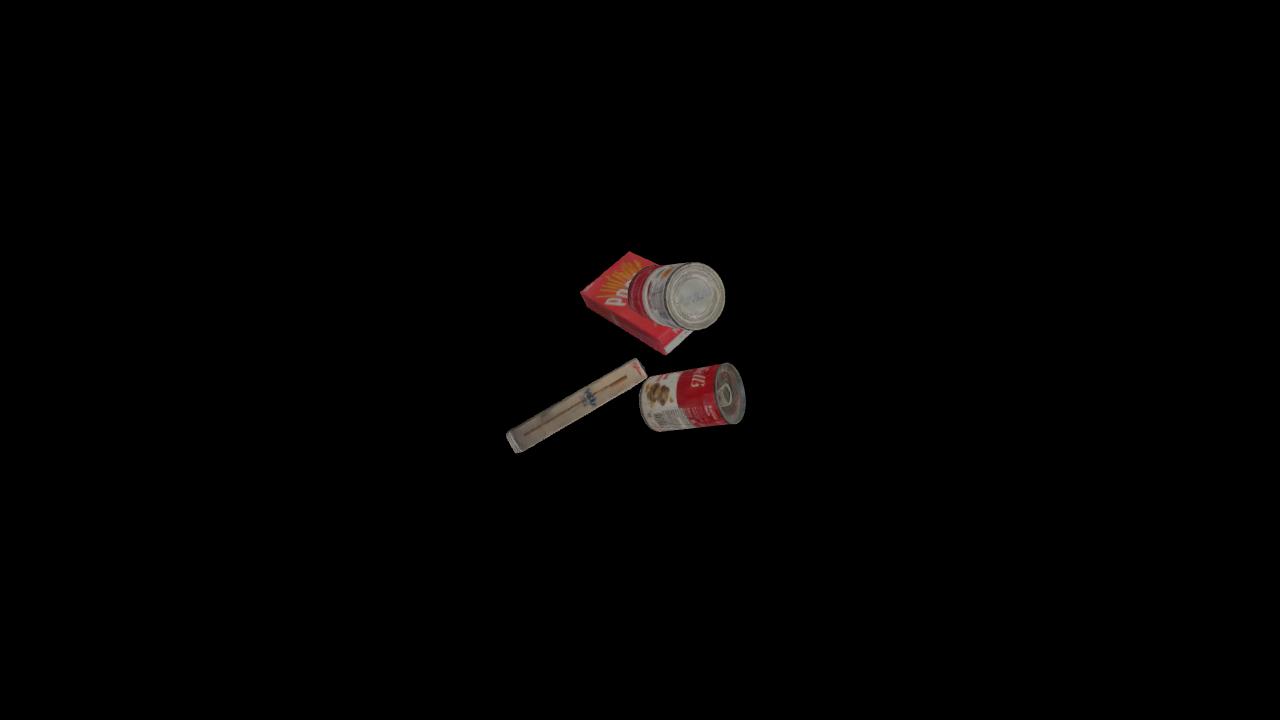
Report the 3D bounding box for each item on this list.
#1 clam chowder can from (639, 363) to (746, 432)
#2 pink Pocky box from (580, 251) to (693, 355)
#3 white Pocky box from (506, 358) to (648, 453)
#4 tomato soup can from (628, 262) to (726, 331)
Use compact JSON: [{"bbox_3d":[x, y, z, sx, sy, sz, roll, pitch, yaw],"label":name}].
[{"bbox_3d":[0.058,0.044,0.692,0.102,0.068,0.068,-12,-7,34],"label":"clam chowder can"},{"bbox_3d":[0.007,-0.069,0.691,0.084,0.029,0.155,-42,43,-15],"label":"pink Pocky box"},{"bbox_3d":[-0.070,0.050,0.663,0.154,0.028,0.084,-30,-2,-18],"label":"white Pocky box"},{"bbox_3d":[0.035,-0.066,0.631,0.068,0.068,0.101,0,6,-21],"label":"tomato soup can"}]
